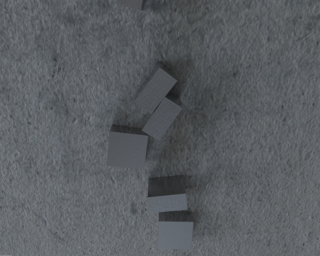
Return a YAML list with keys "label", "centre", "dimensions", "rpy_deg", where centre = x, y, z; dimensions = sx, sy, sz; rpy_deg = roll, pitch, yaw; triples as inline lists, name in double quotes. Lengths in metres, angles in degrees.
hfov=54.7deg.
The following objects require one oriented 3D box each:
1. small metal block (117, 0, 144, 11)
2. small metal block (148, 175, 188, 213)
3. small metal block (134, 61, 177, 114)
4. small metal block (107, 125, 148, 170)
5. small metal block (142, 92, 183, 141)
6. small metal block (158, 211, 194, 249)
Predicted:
- label: "small metal block"
  centre: [-0.027, -0.157, 0.338]
  dimensions: [0.025, 0.050, 0.050]
  rpy_deg: [12, 110, -5]
- label: "small metal block"
  centre: [0.010, 0.091, 0.430]
  dimensions: [0.050, 0.050, 0.025]
  rpy_deg: [-6, 110, 2]
- label: "small metal block"
  centre: [-0.005, -0.050, 0.378]
  dimensions: [0.025, 0.050, 0.050]
  rpy_deg: [35, 106, -12]
- label: "small metal block"
  centre: [-0.043, 0.026, 0.419]
  dimensions: [0.050, 0.025, 0.050]
  rpy_deg: [7, 110, -3]
- label: "small metal block"
  centre: [0.002, -0.019, 0.390]
  dimensions: [0.025, 0.050, 0.050]
  rpy_deg: [32, 107, -11]
- label: "small metal block"
  centre: [0.023, 0.154, 0.467]
  dimensions: [0.050, 0.025, 0.050]
  rpy_deg: [1, 110, -1]
